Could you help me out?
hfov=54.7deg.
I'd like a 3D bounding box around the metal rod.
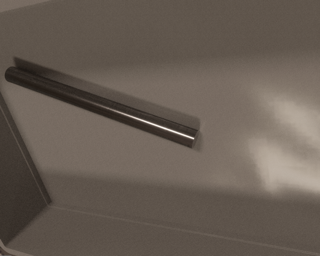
[{"bbox_3d":[-0.091,-0.034,0.433,0.301,0.025,0.025,20,126,16],"label":"metal rod"}]
